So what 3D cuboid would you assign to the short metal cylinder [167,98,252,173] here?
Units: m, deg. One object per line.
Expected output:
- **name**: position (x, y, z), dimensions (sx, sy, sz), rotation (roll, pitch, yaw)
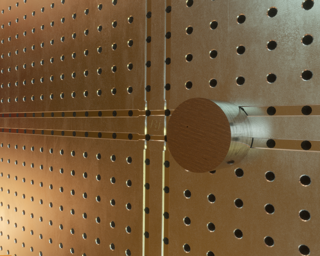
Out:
- **short metal cylinder**: position (0.055, 0.008, 0.347), dimensions (0.080, 0.050, 0.079), rotation (0, 90, 40)
